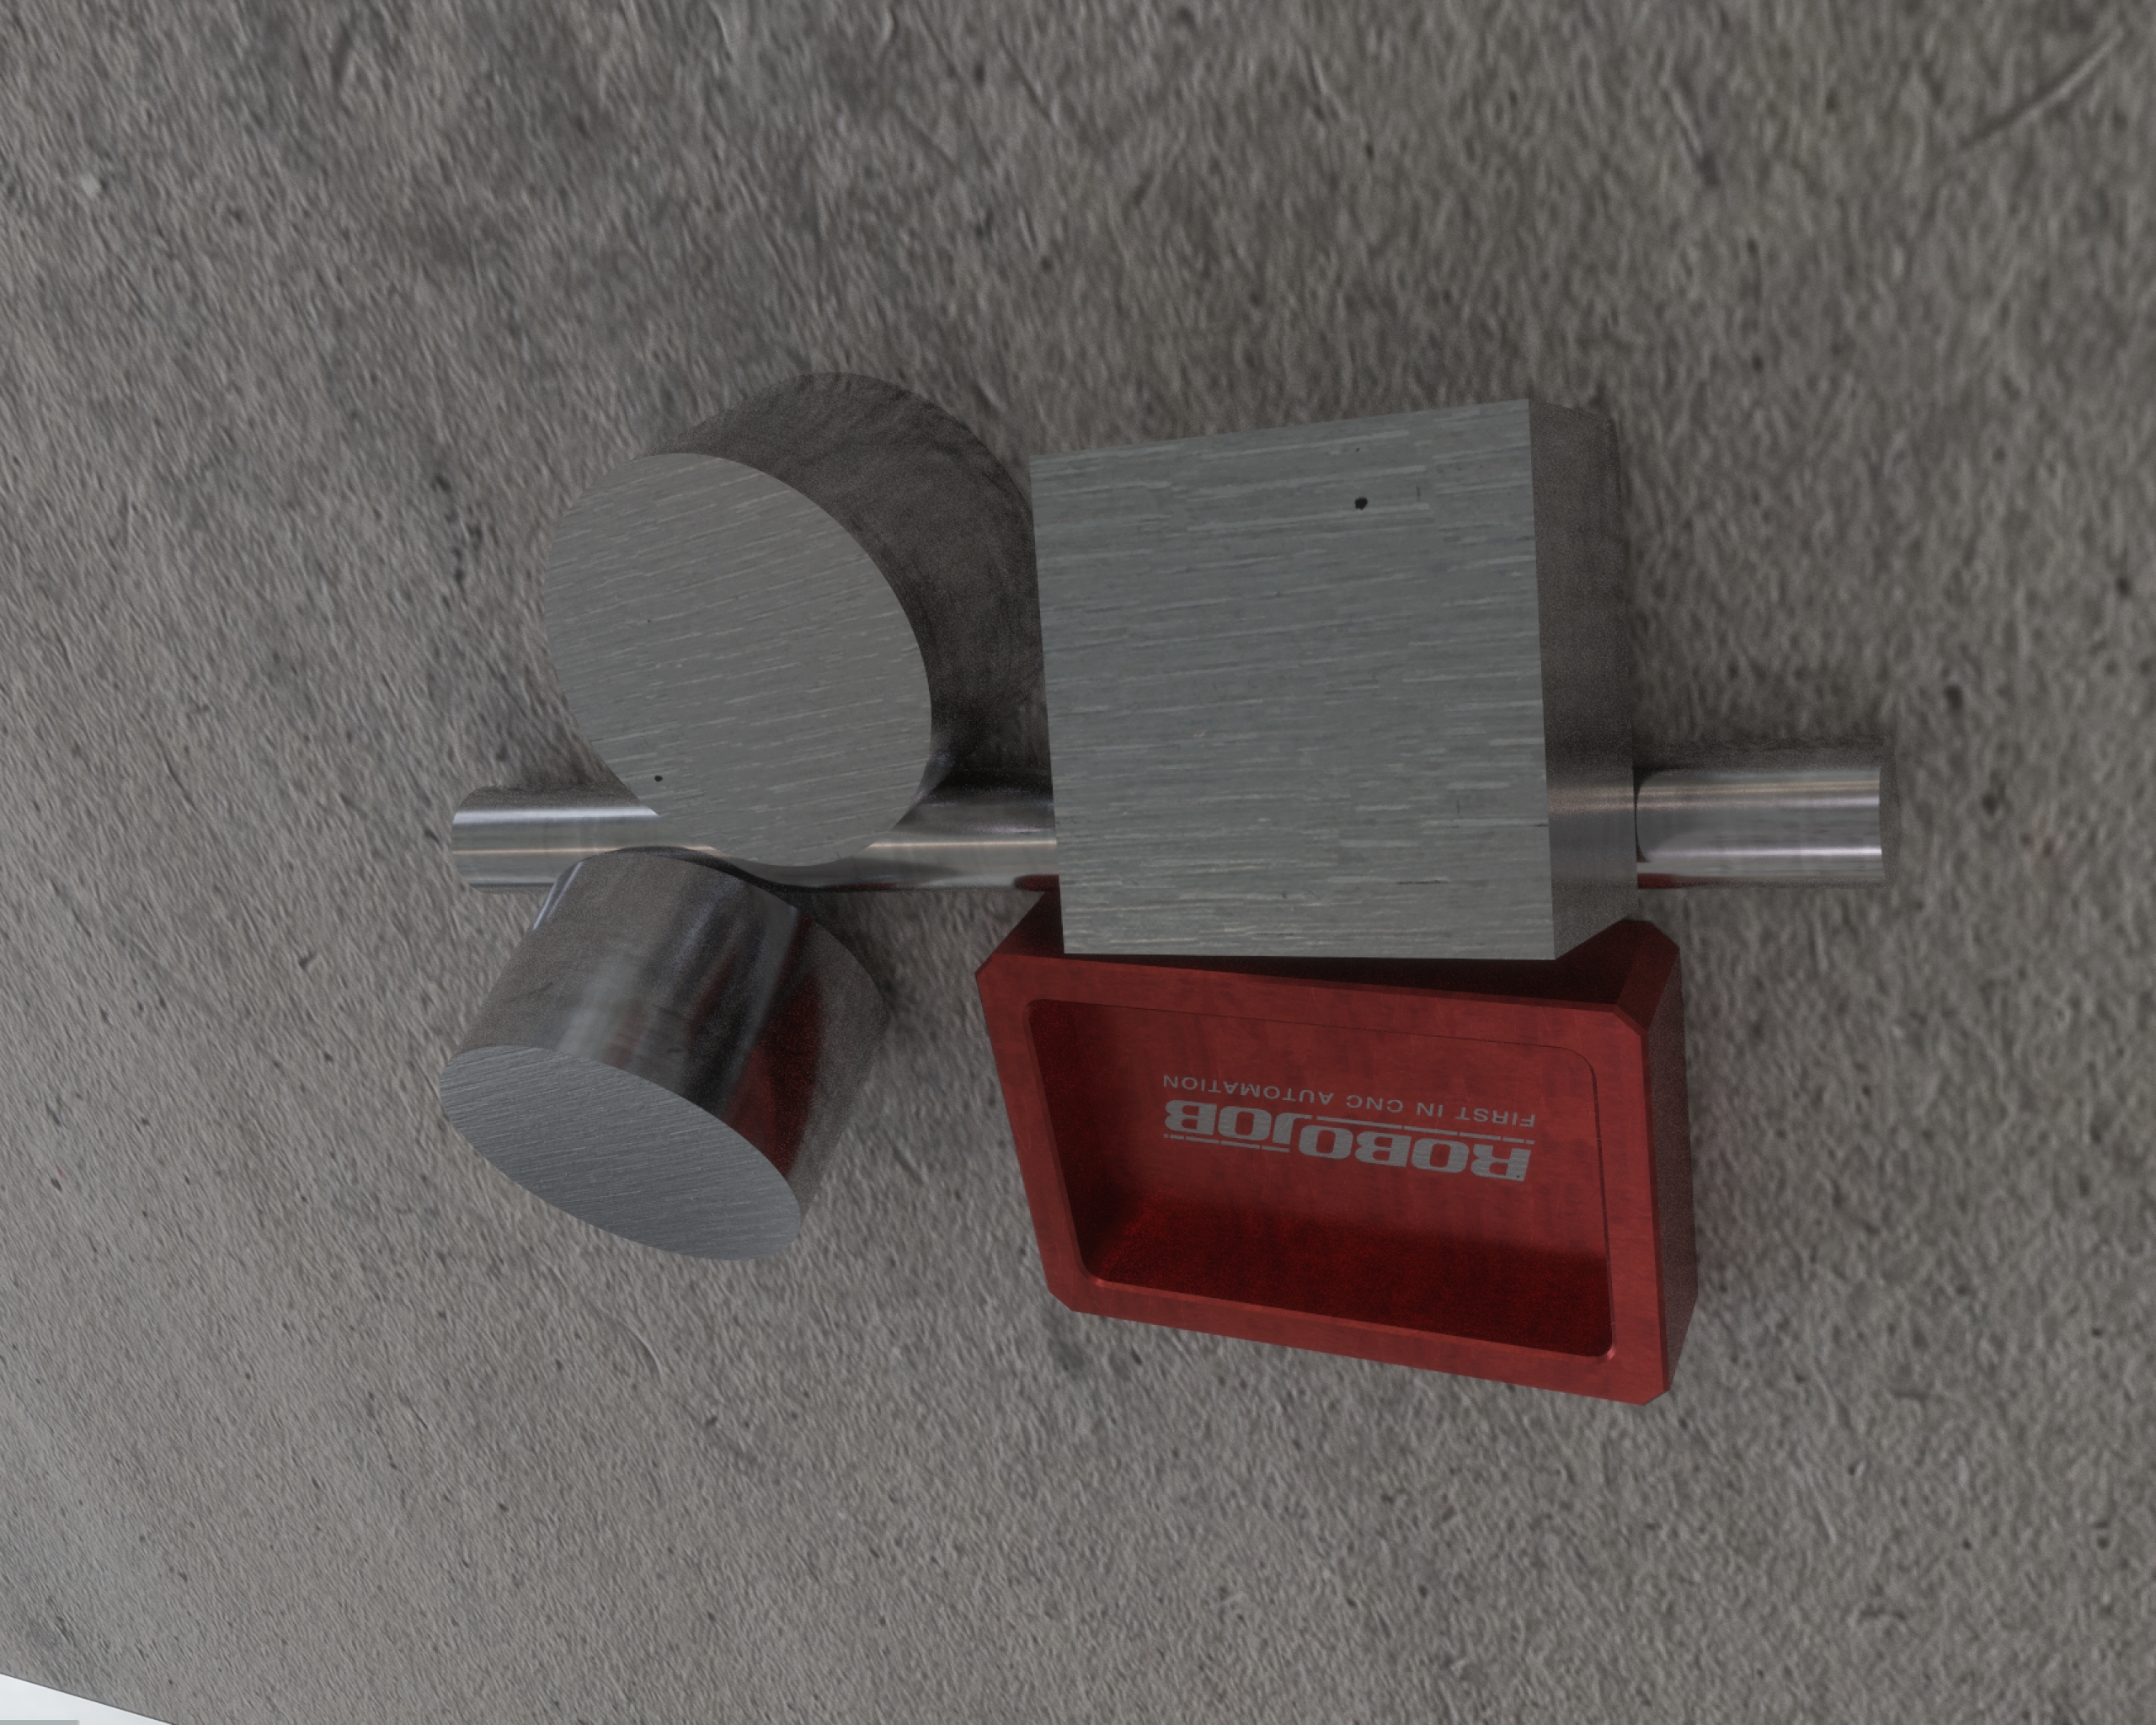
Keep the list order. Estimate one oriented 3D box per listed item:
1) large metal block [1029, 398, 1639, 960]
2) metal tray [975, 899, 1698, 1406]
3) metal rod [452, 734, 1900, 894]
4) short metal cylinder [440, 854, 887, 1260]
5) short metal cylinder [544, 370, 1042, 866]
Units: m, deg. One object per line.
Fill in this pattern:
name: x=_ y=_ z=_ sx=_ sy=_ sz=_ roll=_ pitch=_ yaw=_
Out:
large metal block: x=0.042 y=-0.028 z=0.336 sx=0.080 sy=0.050 sz=0.079 roll=-1 pitch=97 yaw=28
metal tray: x=0.051 y=0.053 z=0.410 sx=0.130 sy=0.030 sz=0.089 roll=3 pitch=120 yaw=26
metal rod: x=-0.002 y=-0.007 z=0.407 sx=0.300 sy=0.025 sz=0.025 roll=-1 pitch=118 yaw=28
short metal cylinder: x=-0.088 y=0.043 z=0.449 sx=0.080 sy=0.050 sz=0.080 roll=14 pitch=144 yaw=11
short metal cylinder: x=-0.051 y=-0.046 z=0.391 sx=0.080 sy=0.050 sz=0.079 roll=13 pitch=123 yaw=21
